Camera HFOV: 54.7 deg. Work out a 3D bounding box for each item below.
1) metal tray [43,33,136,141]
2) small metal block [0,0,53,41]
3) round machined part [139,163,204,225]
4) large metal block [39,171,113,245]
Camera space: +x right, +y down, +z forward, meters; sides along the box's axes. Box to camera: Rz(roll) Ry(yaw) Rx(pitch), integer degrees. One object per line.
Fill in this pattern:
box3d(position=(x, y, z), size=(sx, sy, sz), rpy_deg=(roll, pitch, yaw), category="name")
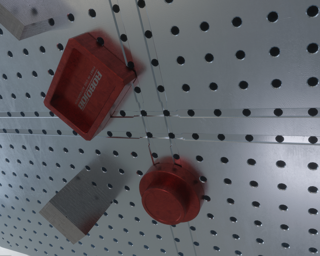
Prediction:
box3d(position=(-0.101, -0.052, 0.428), size=(0.090, 0.030, 0.129), rpy_deg=(40, 129, 0), category="metal tray")
box3d(position=(-0.178, -0.145, 0.399), size=(0.050, 0.050, 0.025), rpy_deg=(43, 129, -2), category="small metal block")
box3d(position=(0.012, 0.104, 0.458), size=(0.098, 0.042, 0.097), rpy_deg=(13, 124, 21), category="round machined part")
box3d(position=(-0.144, 0.137, 0.536), size=(0.080, 0.080, 0.050), rpy_deg=(44, 129, -3), category="large metal block")
